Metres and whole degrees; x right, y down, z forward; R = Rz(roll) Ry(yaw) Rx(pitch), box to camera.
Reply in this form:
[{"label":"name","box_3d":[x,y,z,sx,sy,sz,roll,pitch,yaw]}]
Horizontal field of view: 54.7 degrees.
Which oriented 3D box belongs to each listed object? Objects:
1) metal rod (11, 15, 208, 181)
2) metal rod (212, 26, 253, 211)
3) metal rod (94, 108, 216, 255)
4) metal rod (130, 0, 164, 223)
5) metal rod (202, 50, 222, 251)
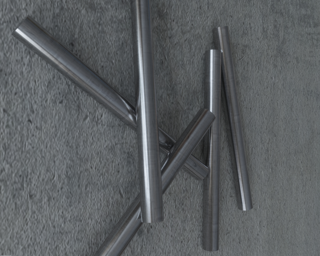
[{"label":"metal rod","box_3d":[-0.036,-0.016,0.374,0.301,0.025,0.025,40,66,-33]},{"label":"metal rod","box_3d":[0.119,-0.011,0.504,0.025,0.025,0.298,-17,101,-39]},{"label":"metal rod","box_3d":[-0.022,0.095,0.364,0.025,0.025,0.300,49,68,-29]},{"label":"metal rod","box_3d":[-0.017,-0.045,0.362,0.025,0.025,0.298,3,79,-40]},{"label":"metal rod","box_3d":[0.079,0.033,0.470,0.025,0.025,0.298,1,89,-40]}]
